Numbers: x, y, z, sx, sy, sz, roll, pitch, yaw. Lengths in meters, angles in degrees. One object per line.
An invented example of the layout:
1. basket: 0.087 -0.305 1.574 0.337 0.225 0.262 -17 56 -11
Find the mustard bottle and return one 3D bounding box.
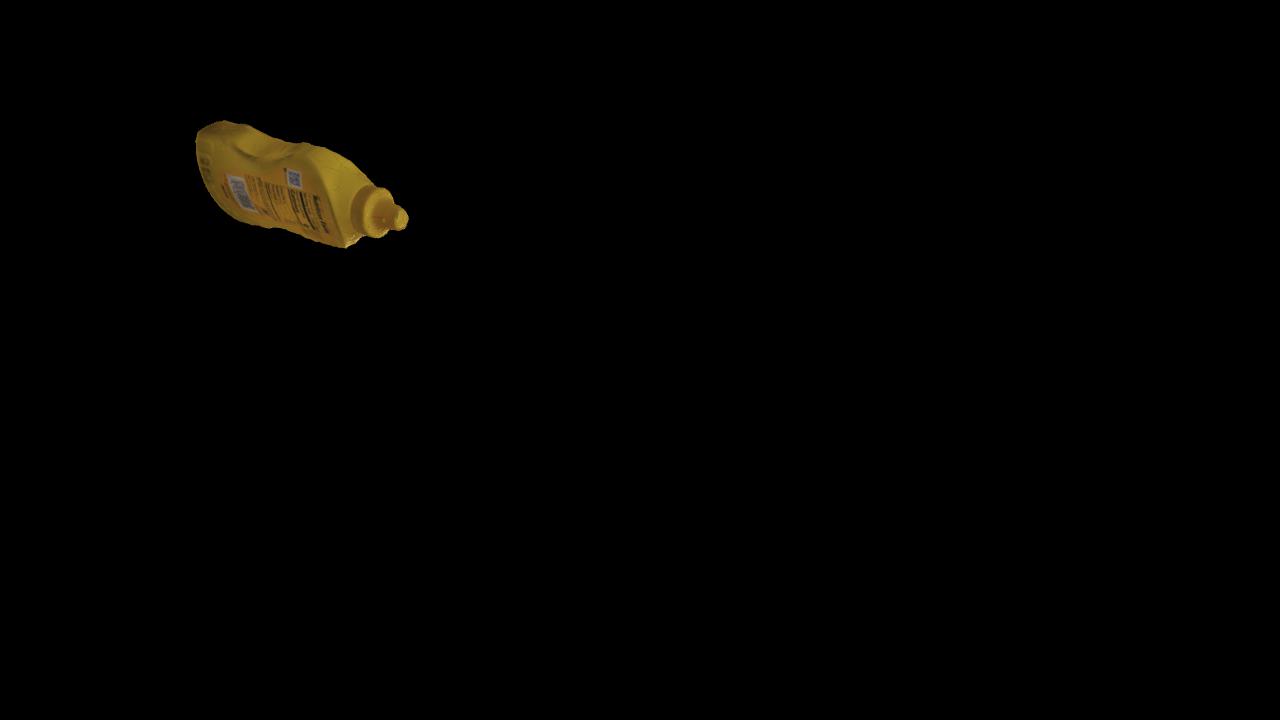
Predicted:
1. mustard bottle: -0.281 -0.141 0.527 0.184 0.092 0.054 17 41 12
